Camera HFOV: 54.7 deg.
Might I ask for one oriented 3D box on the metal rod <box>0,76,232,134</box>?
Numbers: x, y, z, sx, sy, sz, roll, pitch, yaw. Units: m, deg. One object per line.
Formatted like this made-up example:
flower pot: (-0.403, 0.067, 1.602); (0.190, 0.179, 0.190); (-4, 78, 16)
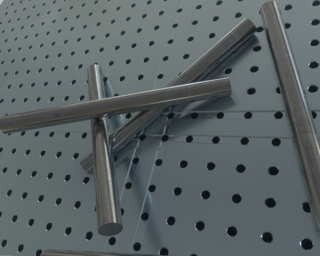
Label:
metal rod: (-0.060, -0.029, 0.405); (0.302, 0.025, 0.025); (-10, 56, 4)

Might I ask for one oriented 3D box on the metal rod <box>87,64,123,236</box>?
metal rod: (-0.080, 0.002, 0.416); (0.025, 0.025, 0.300); (-28, 43, 10)

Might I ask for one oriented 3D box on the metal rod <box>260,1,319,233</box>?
metal rod: (0.151, -0.038, 0.351); (0.025, 0.025, 0.299); (-13, 56, 21)

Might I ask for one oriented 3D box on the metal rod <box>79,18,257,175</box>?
metal rod: (0.011, -0.044, 0.427); (0.300, 0.025, 0.025); (-41, 51, -1)

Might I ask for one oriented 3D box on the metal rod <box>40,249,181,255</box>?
metal rod: (-0.003, 0.144, 0.320); (0.301, 0.025, 0.025); (-7, 59, 24)
